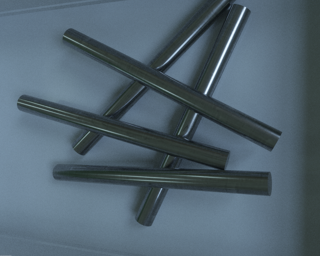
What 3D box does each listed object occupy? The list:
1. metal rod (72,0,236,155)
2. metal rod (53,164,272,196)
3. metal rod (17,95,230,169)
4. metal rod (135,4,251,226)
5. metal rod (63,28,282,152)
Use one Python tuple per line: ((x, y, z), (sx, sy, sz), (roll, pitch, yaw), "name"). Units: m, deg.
((-0.013, -0.071, 0.414), (0.299, 0.025, 0.025), (-44, 77, 14), "metal rod")
((-0.019, 0.062, 0.391), (0.300, 0.025, 0.025), (-2, 90, 29), "metal rod")
((-0.060, 0.001, 0.403), (0.301, 0.025, 0.025), (15, 95, 19), "metal rod")
((0.038, -0.010, 0.396), (0.025, 0.025, 0.298), (27, 98, 17), "metal rod")
((0.001, -0.055, 0.381), (0.301, 0.025, 0.025), (29, 99, 17), "metal rod")
